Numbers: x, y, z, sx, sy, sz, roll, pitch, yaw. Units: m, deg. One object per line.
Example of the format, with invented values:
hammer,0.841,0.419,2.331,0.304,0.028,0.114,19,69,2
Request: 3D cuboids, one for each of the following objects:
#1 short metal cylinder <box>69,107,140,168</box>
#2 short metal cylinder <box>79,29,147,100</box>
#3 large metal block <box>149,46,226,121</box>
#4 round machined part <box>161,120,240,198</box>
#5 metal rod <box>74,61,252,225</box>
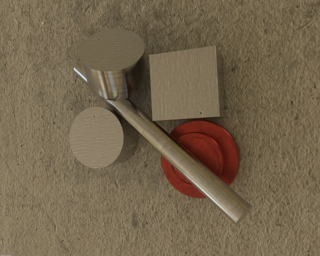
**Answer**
short metal cylinder,-0.075,0.012,0.424,0.080,0.050,0.080,0,90,20
short metal cylinder,-0.058,-0.082,0.397,0.080,0.050,0.080,-1,53,2
large metal block,0.035,-0.050,0.382,0.080,0.050,0.080,-3,89,20
round machined part,0.047,0.039,0.384,0.098,0.042,0.097,0,90,20
metal rod,-0.015,0.000,0.380,0.300,0.025,0.025,41,103,28
